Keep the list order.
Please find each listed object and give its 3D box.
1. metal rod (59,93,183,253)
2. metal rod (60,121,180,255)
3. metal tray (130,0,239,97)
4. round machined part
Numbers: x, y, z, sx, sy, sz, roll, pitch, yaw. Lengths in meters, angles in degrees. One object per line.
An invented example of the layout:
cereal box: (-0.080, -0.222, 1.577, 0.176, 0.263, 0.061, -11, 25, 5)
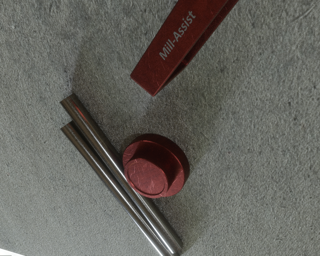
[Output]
metal rod: (-0.054, 0.077, 0.482, 0.025, 0.025, 0.299, -25, 105, 37)
metal rod: (-0.058, 0.113, 0.507, 0.025, 0.025, 0.299, -27, 104, 37)
metal tray: (0.032, -0.096, 0.288, 0.030, 0.090, 0.129, 41, 129, 0)
round machined part: (-0.011, 0.060, 0.439, 0.098, 0.042, 0.097, 13, 124, 21)
